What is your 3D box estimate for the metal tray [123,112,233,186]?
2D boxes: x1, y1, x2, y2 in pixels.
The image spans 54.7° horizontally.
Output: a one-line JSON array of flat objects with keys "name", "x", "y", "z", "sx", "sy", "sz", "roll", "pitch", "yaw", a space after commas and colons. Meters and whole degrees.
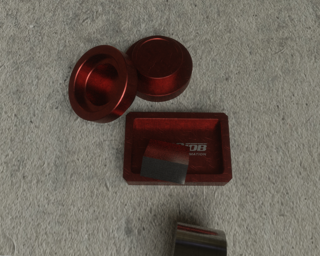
[{"name": "metal tray", "x": 0.021, "y": 0.026, "z": 0.395, "sx": 0.131, "sy": 0.030, "sz": 0.090, "roll": 1, "pitch": 70, "yaw": 0}]

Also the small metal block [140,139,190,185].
[{"name": "small metal block", "x": 0.008, "y": 0.038, "z": 0.365, "sx": 0.050, "sy": 0.050, "sz": 0.025, "roll": 11, "pitch": 111, "yaw": 4}]

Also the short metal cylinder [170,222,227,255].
[{"name": "short metal cylinder", "x": 0.036, "y": 0.145, "z": 0.327, "sx": 0.050, "sy": 0.080, "sz": 0.080, "roll": 10, "pitch": 70, "yaw": 3}]

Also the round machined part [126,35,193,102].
[{"name": "round machined part", "x": -0.004, "y": -0.089, "z": 0.432, "sx": 0.099, "sy": 0.042, "sz": 0.098, "roll": 0, "pitch": 70, "yaw": -1}]

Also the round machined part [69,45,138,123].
[{"name": "round machined part", "x": -0.069, "y": -0.054, "z": 0.403, "sx": 0.098, "sy": 0.042, "sz": 0.097, "roll": -6, "pitch": 78, "yaw": 31}]
